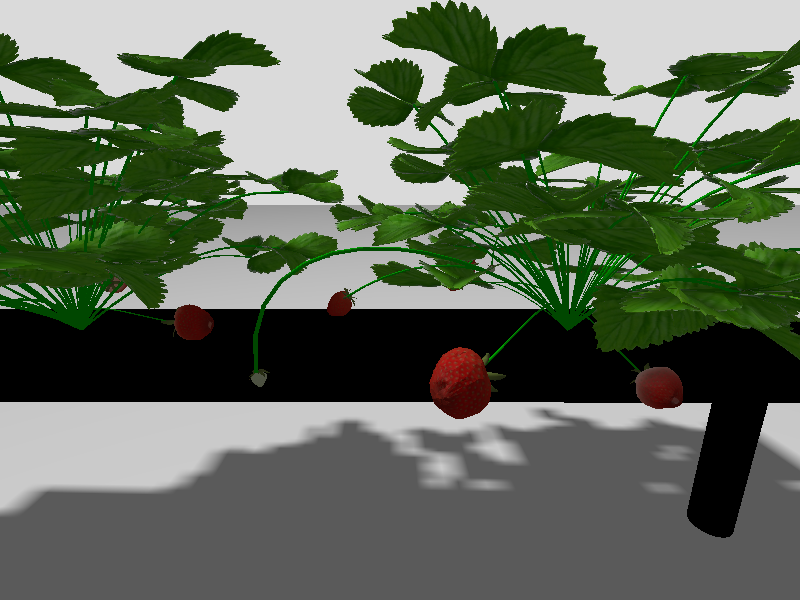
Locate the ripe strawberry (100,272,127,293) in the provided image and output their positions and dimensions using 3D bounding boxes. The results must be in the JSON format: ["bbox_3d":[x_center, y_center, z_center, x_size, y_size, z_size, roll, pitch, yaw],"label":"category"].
[{"bbox_3d":[-0.364,-0.025,0.509,0.030,0.032,0.033,-7,16,-24],"label":"ripe strawberry"}]

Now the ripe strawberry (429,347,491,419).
[{"bbox_3d":[0.032,0.047,0.224,0.034,0.039,0.037,12,20,38],"label":"ripe strawberry"}]

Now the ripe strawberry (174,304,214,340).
[{"bbox_3d":[-0.174,0.020,0.339,0.030,0.032,0.028,4,16,12],"label":"ripe strawberry"}]

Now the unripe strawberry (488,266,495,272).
[{"bbox_3d":[0.133,-0.044,0.582,0.010,0.011,0.011,-1,15,-5],"label":"unripe strawberry"}]

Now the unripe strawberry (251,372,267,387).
[{"bbox_3d":[-0.091,0.051,0.259,0.010,0.010,0.011,-7,17,-24],"label":"unripe strawberry"}]

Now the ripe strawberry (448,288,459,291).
[{"bbox_3d":[0.067,-0.027,0.519,0.029,0.030,0.031,-8,17,-28],"label":"ripe strawberry"}]

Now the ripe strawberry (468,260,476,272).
[{"bbox_3d":[0.096,-0.052,0.602,0.033,0.035,0.035,-4,8,-13],"label":"ripe strawberry"}]

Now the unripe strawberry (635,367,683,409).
[{"bbox_3d":[0.153,0.053,0.234,0.024,0.025,0.026,0,16,1],"label":"unripe strawberry"}]

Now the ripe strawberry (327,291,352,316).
[{"bbox_3d":[-0.062,0.005,0.407,0.027,0.023,0.027,-38,5,18],"label":"ripe strawberry"}]
